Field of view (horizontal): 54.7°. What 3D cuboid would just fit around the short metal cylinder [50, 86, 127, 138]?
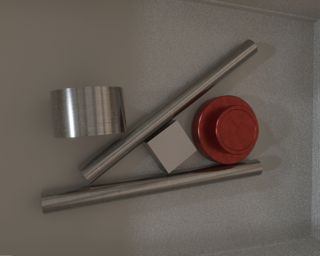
[{"bbox_3d":[-0.080,-0.018,0.351,0.081,0.080,0.050,-5,92,-20],"label":"short metal cylinder"}]

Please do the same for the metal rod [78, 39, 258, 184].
[{"bbox_3d":[0.022,-0.031,0.418,0.301,0.025,0.025,-38,103,-16],"label":"metal rod"}]

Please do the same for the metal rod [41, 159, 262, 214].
[{"bbox_3d":[0.004,0.073,0.412,0.303,0.025,0.025,-6,92,-20],"label":"metal rod"}]

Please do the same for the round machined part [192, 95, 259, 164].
[{"bbox_3d":[0.099,0.002,0.436,0.099,0.042,0.097,0,90,-21],"label":"round machined part"}]

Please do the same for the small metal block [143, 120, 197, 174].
[{"bbox_3d":[0.013,0.024,0.414,0.050,0.025,0.050,-37,102,-16],"label":"small metal block"}]
